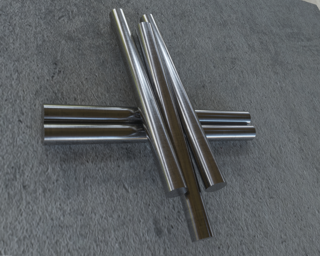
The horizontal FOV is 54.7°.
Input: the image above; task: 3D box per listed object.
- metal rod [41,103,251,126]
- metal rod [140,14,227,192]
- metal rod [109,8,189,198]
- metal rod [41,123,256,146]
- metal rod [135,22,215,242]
[{"bbox_3d":[0.002,-0.015,0.418,0.303,0.025,0.025,0,62,-29],"label":"metal rod"},{"bbox_3d":[0.021,-0.054,0.424,0.025,0.025,0.299,0,54,-29],"label":"metal rod"},{"bbox_3d":[-0.024,-0.053,0.399,0.025,0.025,0.299,0,54,-29],"label":"metal rod"},{"bbox_3d":[0.006,0.007,0.407,0.303,0.025,0.025,0,62,-29],"label":"metal rod"},{"bbox_3d":[0.011,-0.014,0.388,0.025,0.025,0.299,0,62,-29],"label":"metal rod"}]
